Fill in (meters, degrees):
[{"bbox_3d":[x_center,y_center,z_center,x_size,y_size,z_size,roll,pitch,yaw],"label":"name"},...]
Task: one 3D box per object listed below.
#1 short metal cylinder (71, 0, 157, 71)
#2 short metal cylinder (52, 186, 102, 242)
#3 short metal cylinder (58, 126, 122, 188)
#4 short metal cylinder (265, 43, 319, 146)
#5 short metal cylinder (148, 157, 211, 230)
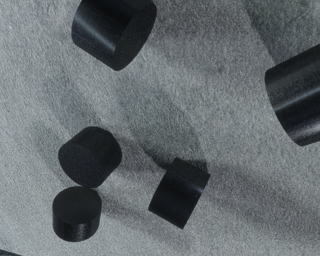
[{"bbox_3d":[-0.047,-0.108,0.328,0.050,0.080,0.079,34,129,5],"label":"short metal cylinder"},{"bbox_3d":[-0.144,0.148,0.536,0.080,0.080,0.050,24,127,13],"label":"short metal cylinder"},{"bbox_3d":[-0.106,0.044,0.472,0.080,0.050,0.079,13,124,20],"label":"short metal cylinder"},{"bbox_3d":[0.139,-0.029,0.280,0.050,0.080,0.080,-27,104,37],"label":"short metal cylinder"},{"bbox_3d":[0.026,0.085,0.409,0.050,0.080,0.079,27,128,11],"label":"short metal cylinder"}]
